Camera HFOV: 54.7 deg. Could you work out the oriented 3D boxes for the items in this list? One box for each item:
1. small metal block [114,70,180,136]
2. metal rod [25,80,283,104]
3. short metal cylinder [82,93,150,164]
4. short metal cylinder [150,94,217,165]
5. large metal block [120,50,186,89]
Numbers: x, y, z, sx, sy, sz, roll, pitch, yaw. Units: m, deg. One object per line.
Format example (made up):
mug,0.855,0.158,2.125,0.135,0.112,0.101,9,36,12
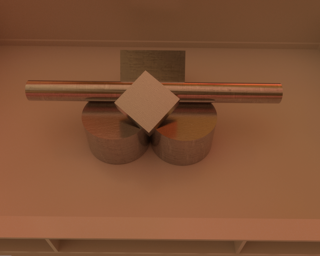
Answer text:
small metal block,-0.014,-0.027,0.347,0.050,0.025,0.050,41,81,7
metal rod,-0.007,-0.044,0.375,0.302,0.025,0.025,1,50,0
short metal cylinder,-0.053,-0.002,0.388,0.081,0.050,0.080,0,50,0
short metal cylinder,0.028,0.000,0.388,0.081,0.050,0.080,0,50,0
large metal block,-0.009,-0.076,0.424,0.081,0.050,0.080,1,7,0
